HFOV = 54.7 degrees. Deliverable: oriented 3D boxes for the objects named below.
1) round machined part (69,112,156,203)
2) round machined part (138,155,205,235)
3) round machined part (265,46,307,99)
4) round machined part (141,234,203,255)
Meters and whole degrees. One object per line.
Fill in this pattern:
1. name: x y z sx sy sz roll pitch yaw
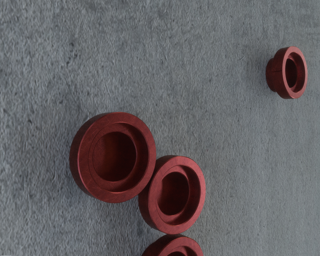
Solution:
1. round machined part: -0.055 0.031 0.347 0.099 0.042 0.097 0 90 -40
2. round machined part: 0.011 0.084 0.403 0.099 0.042 0.097 0 90 -40
3. round machined part: 0.239 -0.104 0.594 0.099 0.042 0.097 0 90 -40
4. round machined part: 0.009 0.186 0.402 0.099 0.042 0.097 0 90 -40
